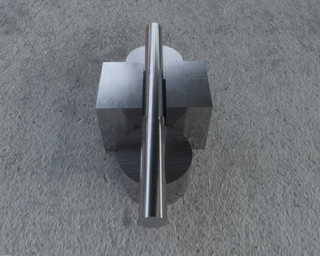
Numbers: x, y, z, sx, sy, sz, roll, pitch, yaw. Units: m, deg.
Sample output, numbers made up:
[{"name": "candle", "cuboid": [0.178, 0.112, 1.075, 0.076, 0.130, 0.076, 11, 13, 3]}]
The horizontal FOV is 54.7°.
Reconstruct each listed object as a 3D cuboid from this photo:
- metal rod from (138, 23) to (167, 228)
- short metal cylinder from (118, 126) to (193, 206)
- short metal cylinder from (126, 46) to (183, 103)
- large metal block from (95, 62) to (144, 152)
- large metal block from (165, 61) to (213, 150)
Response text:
[{"name": "metal rod", "cuboid": [-0.008, -0.032, 0.366, 0.025, 0.025, 0.300, 0, 50, 0]}, {"name": "short metal cylinder", "cuboid": [-0.005, 0.043, 0.353, 0.081, 0.050, 0.080, 0, 49, 0]}, {"name": "short metal cylinder", "cuboid": [-0.008, -0.077, 0.453, 0.081, 0.050, 0.080, 0, 49, 0]}, {"name": "large metal block", "cuboid": [-0.045, -0.026, 0.390, 0.050, 0.080, 0.080, -1, 50, -1]}, {"name": "large metal block", "cuboid": [0.032, -0.028, 0.392, 0.050, 0.080, 0.080, -1, 50, -1]}]
